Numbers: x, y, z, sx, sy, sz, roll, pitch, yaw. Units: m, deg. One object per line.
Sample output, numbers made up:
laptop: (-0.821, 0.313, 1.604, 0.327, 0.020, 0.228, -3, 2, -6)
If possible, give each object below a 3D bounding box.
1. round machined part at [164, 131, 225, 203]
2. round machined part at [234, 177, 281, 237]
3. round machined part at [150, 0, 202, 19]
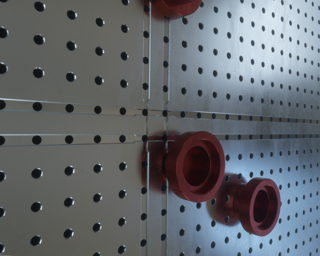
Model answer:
round machined part: (0.045, 0.053, 0.438, 0.099, 0.042, 0.097, 0, 90, -40)
round machined part: (0.166, 0.135, 0.541, 0.099, 0.042, 0.097, 0, 90, -40)
round machined part: (0.027, -0.204, 0.422, 0.099, 0.042, 0.097, 0, 90, -40)
